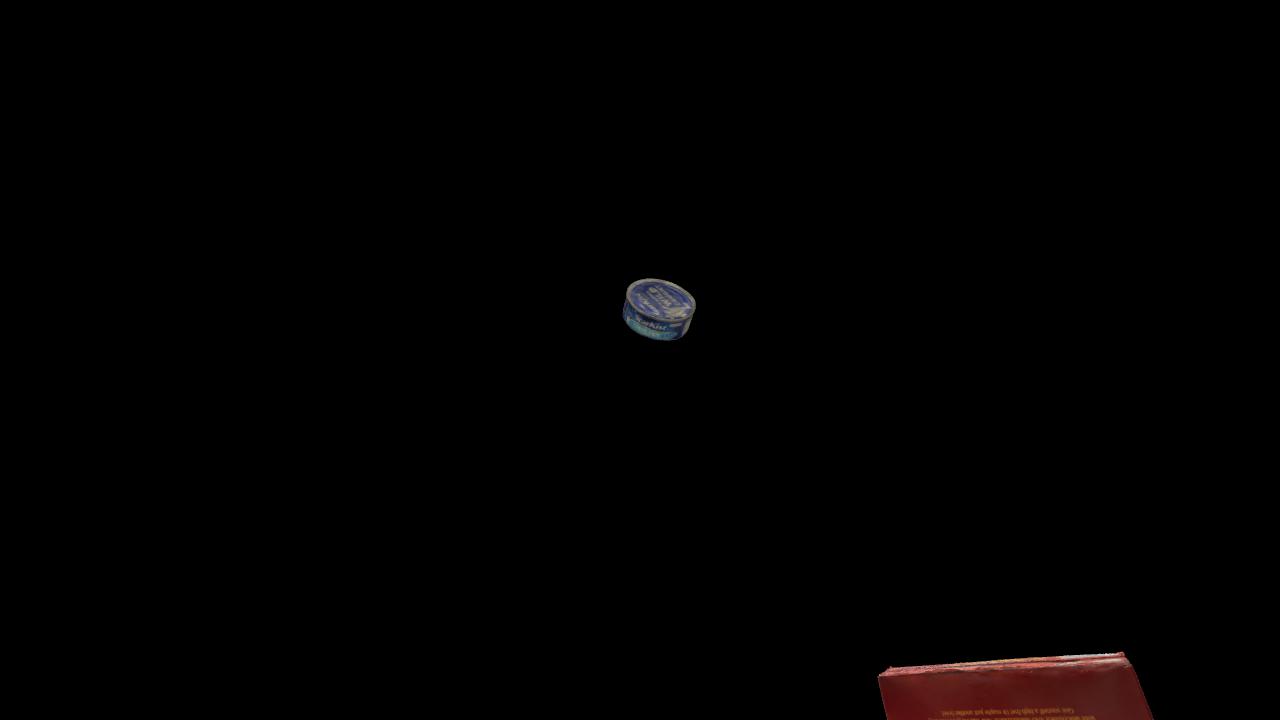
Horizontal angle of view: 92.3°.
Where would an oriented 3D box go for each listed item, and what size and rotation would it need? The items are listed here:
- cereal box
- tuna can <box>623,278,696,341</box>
[{"bbox_3d":[0.337,0.412,0.497,0.203,0.306,0.081,-20,-26,27],"label":"cereal box"},{"bbox_3d":[0.022,-0.060,0.733,0.084,0.034,0.084,9,39,-8],"label":"tuna can"}]
